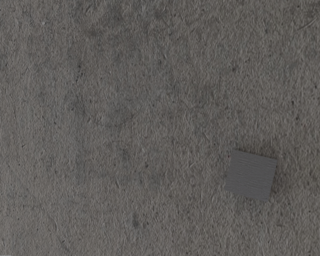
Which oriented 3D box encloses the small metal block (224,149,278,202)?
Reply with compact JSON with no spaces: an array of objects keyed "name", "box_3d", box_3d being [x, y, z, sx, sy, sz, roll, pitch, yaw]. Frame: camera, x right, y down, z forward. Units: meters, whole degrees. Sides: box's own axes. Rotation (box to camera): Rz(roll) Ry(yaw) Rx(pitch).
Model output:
[{"name":"small metal block","box_3d":[0.109,0.055,0.371,0.050,0.025,0.050,13,94,19]}]
